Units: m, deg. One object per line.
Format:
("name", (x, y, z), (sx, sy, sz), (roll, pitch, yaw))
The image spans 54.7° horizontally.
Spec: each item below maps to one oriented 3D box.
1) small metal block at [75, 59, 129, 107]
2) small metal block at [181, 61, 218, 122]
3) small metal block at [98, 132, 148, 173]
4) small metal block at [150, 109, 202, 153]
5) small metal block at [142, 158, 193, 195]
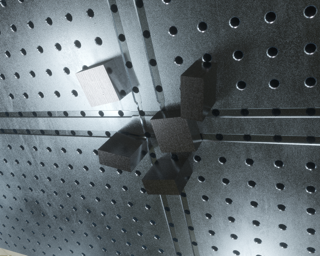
("small metal block", (-0.077, -0.059, 0.413), (0.050, 0.025, 0.050), (-9, 114, 32))
("small metal block", (0.044, -0.042, 0.345), (0.025, 0.050, 0.050), (11, 123, 22))
("small metal block", (-0.052, 0.033, 0.441), (0.050, 0.050, 0.025), (12, 123, 21))
("small metal block", (0.021, 0.004, 0.401), (0.050, 0.025, 0.050), (-5, 116, 30))
("small metal block", (0.011, 0.067, 0.429), (0.050, 0.050, 0.025), (-6, 115, 30))
